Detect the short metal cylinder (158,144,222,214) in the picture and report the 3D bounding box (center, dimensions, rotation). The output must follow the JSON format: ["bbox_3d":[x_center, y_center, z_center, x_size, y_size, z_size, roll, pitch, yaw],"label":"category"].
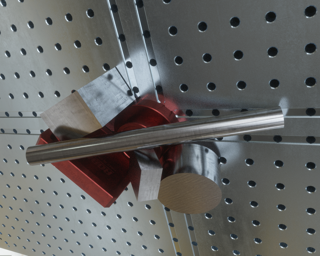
[{"bbox_3d":[0.038,0.066,0.399,0.080,0.050,0.079,4,130,5],"label":"short metal cylinder"}]

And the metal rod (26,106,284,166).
[{"bbox_3d":[-0.015,0.012,0.363,0.301,0.025,0.025,-9,115,10],"label":"metal rod"}]

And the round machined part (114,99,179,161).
[{"bbox_3d":[-0.021,0.013,0.421,0.098,0.042,0.097,13,124,20],"label":"round machined part"}]

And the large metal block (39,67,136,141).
[{"bbox_3d":[-0.092,-0.028,0.403,0.080,0.080,0.050,-23,106,36],"label":"large metal block"}]

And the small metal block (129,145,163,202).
[{"bbox_3d":[-0.020,0.053,0.380,0.025,0.050,0.050,-4,125,-19],"label":"small metal block"}]

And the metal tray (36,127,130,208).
[{"bbox_3d":[-0.095,0.038,0.440,0.130,0.090,0.030,40,129,1],"label":"metal tray"}]
